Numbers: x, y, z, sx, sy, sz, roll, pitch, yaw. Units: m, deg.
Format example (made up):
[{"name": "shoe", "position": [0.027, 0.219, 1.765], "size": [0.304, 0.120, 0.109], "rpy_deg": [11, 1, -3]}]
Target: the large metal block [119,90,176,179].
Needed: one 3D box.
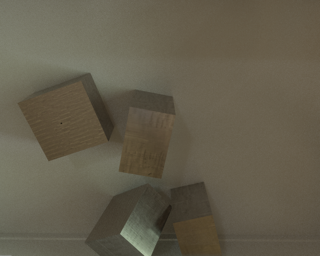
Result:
[{"name": "large metal block", "position": [-0.015, 0.004, 0.383], "size": [0.050, 0.080, 0.079], "rpy_deg": [10, 110, -4]}]

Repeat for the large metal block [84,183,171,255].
[{"name": "large metal block", "position": [-0.041, 0.129, 0.414], "size": [0.080, 0.080, 0.050], "rpy_deg": [-29, 110, 41]}]

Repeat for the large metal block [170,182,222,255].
[{"name": "large metal block", "position": [0.050, 0.134, 0.432], "size": [0.050, 0.080, 0.080], "rpy_deg": [-13, 110, 5]}]

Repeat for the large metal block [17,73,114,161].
[{"name": "large metal block", "position": [-0.114, -0.015, 0.391], "size": [0.080, 0.050, 0.080], "rpy_deg": [-18, 109, 6]}]
